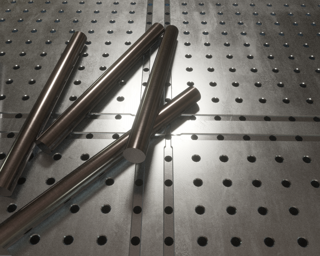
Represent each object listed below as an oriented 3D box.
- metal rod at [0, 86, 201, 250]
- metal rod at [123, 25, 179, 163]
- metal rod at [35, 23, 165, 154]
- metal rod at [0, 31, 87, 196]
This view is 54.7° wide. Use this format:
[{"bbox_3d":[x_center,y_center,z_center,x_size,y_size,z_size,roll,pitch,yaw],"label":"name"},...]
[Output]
[{"bbox_3d":[-0.056,0.031,0.380,0.025,0.025,0.302,37,59,27],"label":"metal rod"},{"bbox_3d":[-0.004,-0.071,0.445,0.025,0.025,0.300,8,44,6],"label":"metal rod"},{"bbox_3d":[-0.074,-0.077,0.471,0.025,0.025,0.301,23,53,17],"label":"metal rod"},{"bbox_3d":[-0.158,-0.043,0.441,0.025,0.025,0.300,6,50,4],"label":"metal rod"}]
